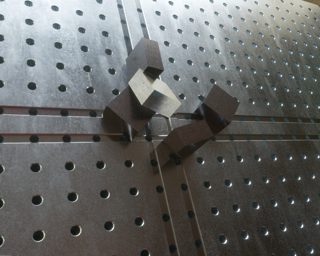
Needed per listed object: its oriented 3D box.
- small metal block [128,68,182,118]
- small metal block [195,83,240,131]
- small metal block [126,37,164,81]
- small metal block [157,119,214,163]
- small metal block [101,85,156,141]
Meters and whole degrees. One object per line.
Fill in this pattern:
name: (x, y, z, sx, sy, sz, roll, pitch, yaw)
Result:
small metal block: (-0.007, -0.045, 0.402, 0.050, 0.025, 0.050, 23, 25, -43)
small metal block: (0.088, -0.032, 0.475, 0.050, 0.025, 0.050, 37, 51, -4)
small metal block: (-0.022, -0.088, 0.431, 0.025, 0.050, 0.050, 8, 58, -33)
small metal block: (0.033, 0.017, 0.399, 0.050, 0.050, 0.025, -16, 70, -34)
small metal block: (-0.038, -0.020, 0.400, 0.050, 0.025, 0.050, 40, 51, -1)
